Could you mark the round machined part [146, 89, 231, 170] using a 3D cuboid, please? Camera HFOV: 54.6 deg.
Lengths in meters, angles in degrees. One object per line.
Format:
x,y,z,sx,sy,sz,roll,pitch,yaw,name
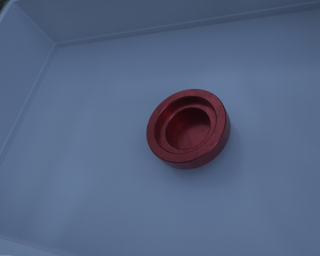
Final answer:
0.036,0.005,0.373,0.098,0.042,0.098,-13,56,21,round machined part
